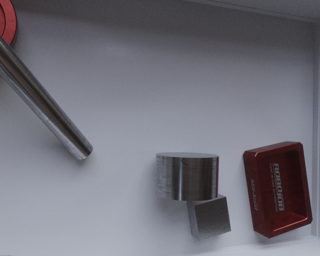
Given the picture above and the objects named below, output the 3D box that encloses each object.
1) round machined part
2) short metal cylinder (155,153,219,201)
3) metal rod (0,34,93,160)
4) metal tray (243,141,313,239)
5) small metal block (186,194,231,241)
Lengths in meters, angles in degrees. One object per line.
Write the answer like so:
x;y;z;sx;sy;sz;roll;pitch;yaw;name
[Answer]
-0.203;-0.110;0.326;0.099;0.042;0.097;0;90;-21;round machined part
0.034;0.059;0.395;0.081;0.080;0.050;2;90;-20;short metal cylinder
-0.156;-0.075;0.292;0.025;0.025;0.299;-42;127;-15;metal rod
0.182;0.092;0.477;0.091;0.030;0.129;-10;94;-20;metal tray
0.069;0.125;0.438;0.050;0.025;0.050;-10;94;-20;small metal block
